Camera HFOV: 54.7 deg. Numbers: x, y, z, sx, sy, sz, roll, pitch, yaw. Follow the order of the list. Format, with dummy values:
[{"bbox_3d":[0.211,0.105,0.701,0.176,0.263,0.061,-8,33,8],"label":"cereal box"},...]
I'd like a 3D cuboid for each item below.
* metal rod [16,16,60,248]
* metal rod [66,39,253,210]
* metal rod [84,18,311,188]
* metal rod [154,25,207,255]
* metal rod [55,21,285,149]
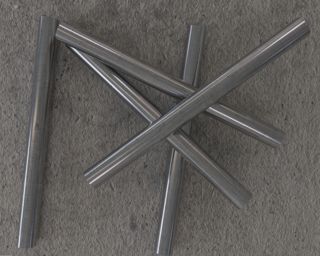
[{"bbox_3d":[-0.161,0.005,0.408,0.025,0.025,0.298,6,90,0],"label":"metal rod"},{"bbox_3d":[-0.007,-0.014,0.389,0.300,0.025,0.025,43,90,8],"label":"metal rod"},{"bbox_3d":[0.040,-0.027,0.359,0.300,0.025,0.025,-36,90,3],"label":"metal rod"},{"bbox_3d":[0.027,0.016,0.410,0.025,0.025,0.298,9,90,0],"label":"metal rod"},{"bbox_3d":[0.013,-0.052,0.383,0.301,0.025,0.025,27,90,-1],"label":"metal rod"}]
